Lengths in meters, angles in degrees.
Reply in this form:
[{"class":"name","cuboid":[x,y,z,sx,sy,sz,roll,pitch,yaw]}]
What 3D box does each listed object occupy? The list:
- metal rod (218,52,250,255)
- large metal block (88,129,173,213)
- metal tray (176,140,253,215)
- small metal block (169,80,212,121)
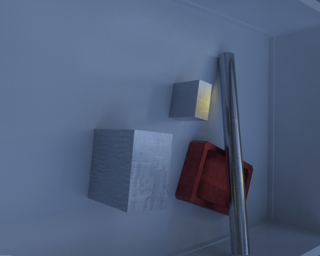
[{"class":"metal rod","cuboid":[0.109,0.028,0.462,0.025,0.025,0.299,12,71,-40]},{"class":"large metal block","cuboid":[-0.035,0.043,0.343,0.050,0.080,0.080,8,85,-40]},{"class":"metal tray","cuboid":[0.089,0.082,0.480,0.131,0.030,0.090,27,73,-37]},{"class":"small metal block","cuboid":[0.041,-0.037,0.427,0.025,0.050,0.050,14,82,-40]}]
